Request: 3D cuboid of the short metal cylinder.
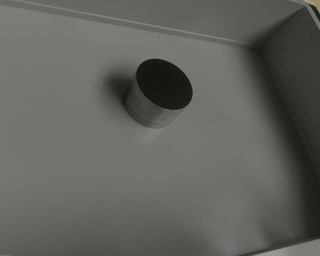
[{"bbox_3d":[-0.004,-0.046,0.417,0.081,0.050,0.080,14,56,-21],"label":"short metal cylinder"}]
